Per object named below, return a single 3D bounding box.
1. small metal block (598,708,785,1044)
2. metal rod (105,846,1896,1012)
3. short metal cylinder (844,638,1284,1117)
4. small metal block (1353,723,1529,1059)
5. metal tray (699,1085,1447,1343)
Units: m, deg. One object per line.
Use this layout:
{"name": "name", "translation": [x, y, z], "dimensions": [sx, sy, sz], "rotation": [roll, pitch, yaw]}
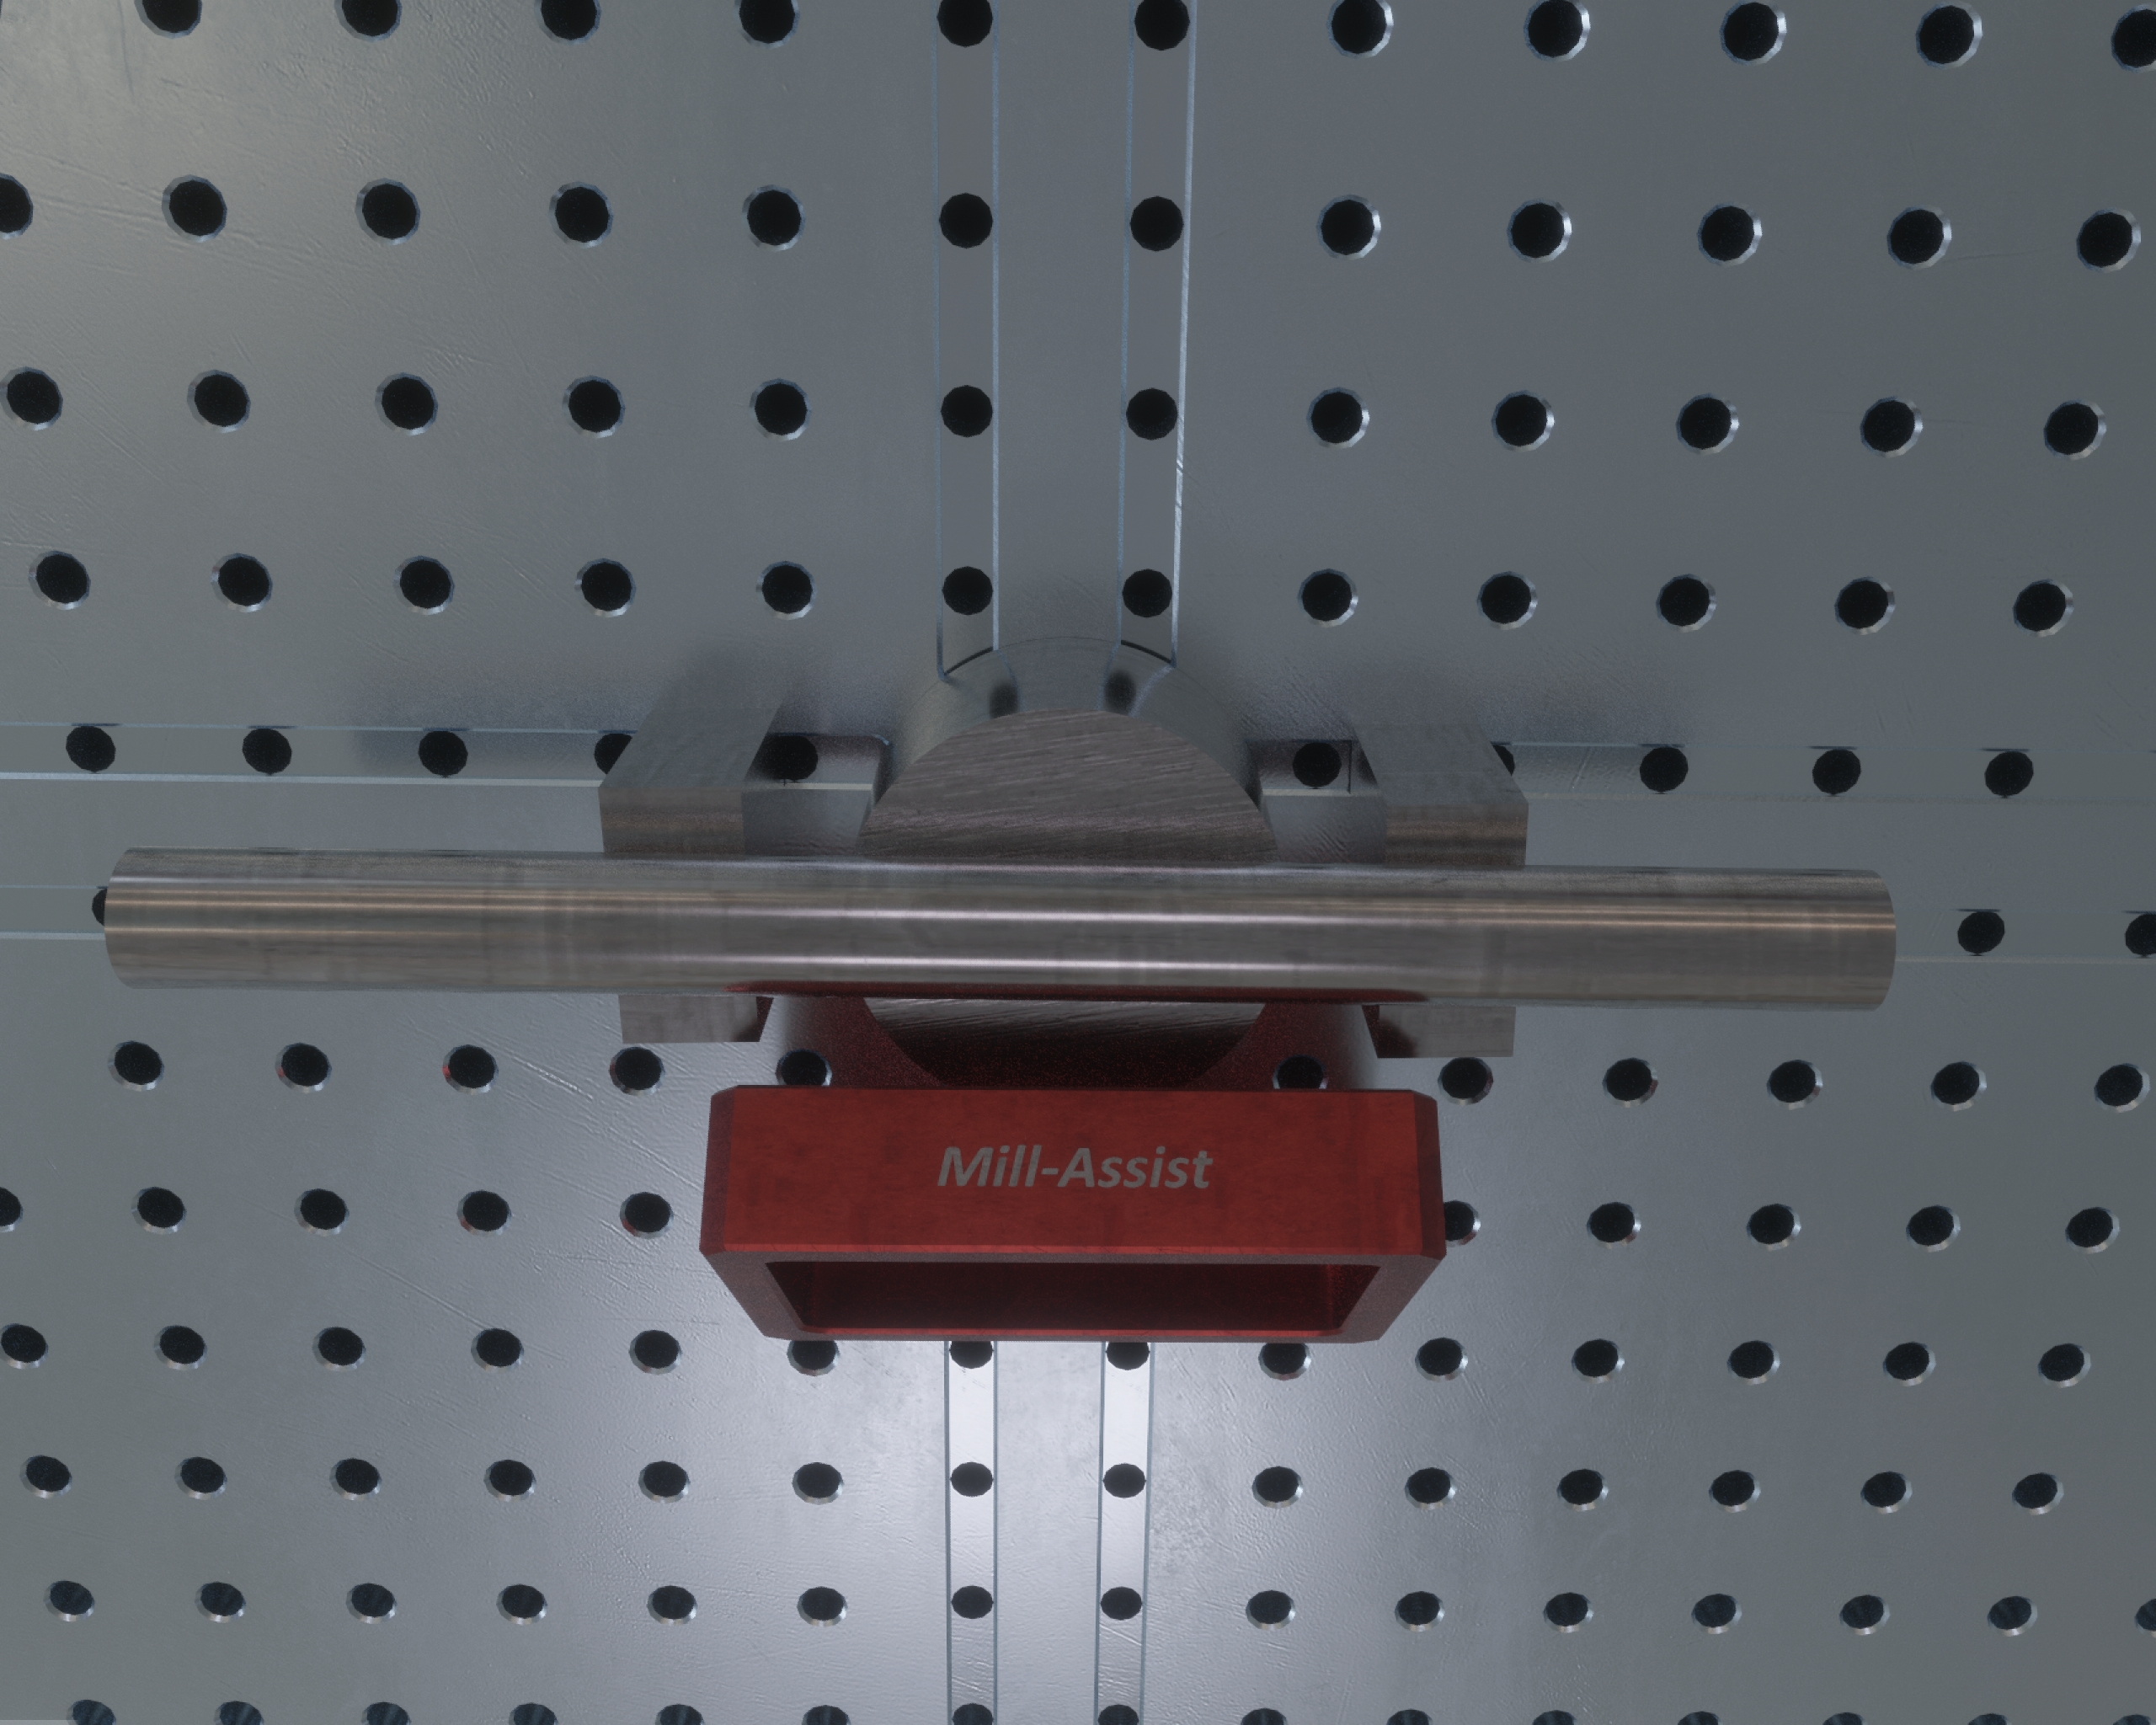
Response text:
{"name": "small metal block", "translation": [-0.072, 0.001, 0.400], "dimensions": [0.025, 0.050, 0.050], "rotation": [-1, 110, 0]}
{"name": "metal rod", "translation": [-0.013, 0.012, 0.364], "dimensions": [0.302, 0.025, 0.025], "rotation": [1, 110, 0]}
{"name": "short metal cylinder", "translation": [-0.002, 0.002, 0.400], "dimensions": [0.081, 0.050, 0.079], "rotation": [0, 110, 0]}
{"name": "small metal block", "translation": [0.068, 0.004, 0.402], "dimensions": [0.025, 0.050, 0.050], "rotation": [-1, 110, 0]}
{"name": "metal tray", "translation": [-0.001, 0.071, 0.407], "dimensions": [0.131, 0.090, 0.030], "rotation": [0, 67, 0]}
